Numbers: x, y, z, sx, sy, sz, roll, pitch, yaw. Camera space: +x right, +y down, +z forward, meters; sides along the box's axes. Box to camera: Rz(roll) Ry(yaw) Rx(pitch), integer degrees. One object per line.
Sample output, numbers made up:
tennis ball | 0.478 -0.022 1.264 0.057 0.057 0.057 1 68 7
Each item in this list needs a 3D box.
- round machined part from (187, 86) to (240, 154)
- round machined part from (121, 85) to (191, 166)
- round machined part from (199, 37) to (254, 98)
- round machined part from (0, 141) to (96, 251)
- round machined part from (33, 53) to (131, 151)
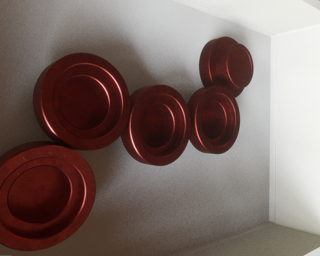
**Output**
round machined part | 0.071 -0.011 0.455 0.099 0.042 0.097 0 90 -40
round machined part | -0.010 -0.003 0.386 0.099 0.042 0.097 -1 92 -42
round machined part | 0.110 -0.095 0.488 0.099 0.042 0.097 0 90 -40
round machined part | -0.115 0.060 0.292 0.099 0.042 0.097 -8 103 -34
round machined part | -0.083 -0.025 0.323 0.099 0.042 0.097 4 84 -41
